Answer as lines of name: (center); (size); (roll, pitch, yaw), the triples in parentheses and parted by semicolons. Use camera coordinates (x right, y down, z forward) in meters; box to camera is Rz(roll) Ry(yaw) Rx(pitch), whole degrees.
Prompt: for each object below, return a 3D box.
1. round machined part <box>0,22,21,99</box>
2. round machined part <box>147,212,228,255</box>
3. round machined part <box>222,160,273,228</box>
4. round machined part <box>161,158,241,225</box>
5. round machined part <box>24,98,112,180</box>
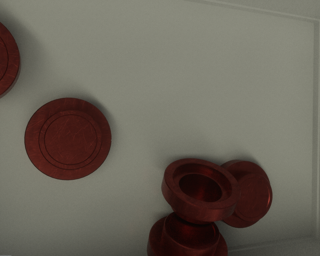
round machined part: (-0.201, -0.072, 0.327); (0.099, 0.042, 0.097); (0, 90, -21)
round machined part: (0.035, 0.139, 0.382); (0.099, 0.098, 0.042); (0, 116, -20)
round machined part: (0.122, 0.097, 0.448); (0.099, 0.042, 0.097); (0, 90, -21)
round machined part: (0.050, 0.084, 0.399); (0.099, 0.098, 0.042); (0, 121, -20)
round machined part: (-0.105, 0.013, 0.363); (0.099, 0.042, 0.097); (0, 90, -21)
